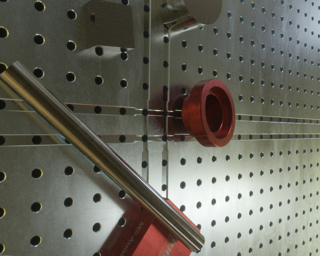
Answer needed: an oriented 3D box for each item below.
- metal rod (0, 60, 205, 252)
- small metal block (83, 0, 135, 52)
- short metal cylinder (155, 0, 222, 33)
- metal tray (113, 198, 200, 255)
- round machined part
[{"bbox_3d":[-0.047,0.047,0.345,0.300,0.025,0.025,47,62,-21],"label":"metal rod"},{"bbox_3d":[-0.059,-0.117,0.361,0.050,0.025,0.050,-7,95,-40],"label":"small metal block"},{"bbox_3d":[0.041,-0.178,0.429,0.081,0.050,0.079,0,90,-40],"label":"short metal cylinder"},{"bbox_3d":[-0.008,0.166,0.401,0.090,0.030,0.130,50,61,-29],"label":"metal tray"},{"bbox_3d":[0.068,-0.020,0.450,0.099,0.042,0.097,7,80,-50],"label":"round machined part"}]
